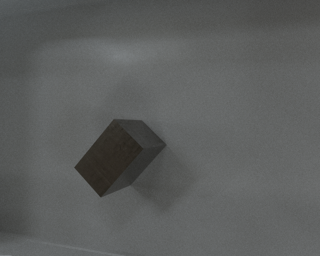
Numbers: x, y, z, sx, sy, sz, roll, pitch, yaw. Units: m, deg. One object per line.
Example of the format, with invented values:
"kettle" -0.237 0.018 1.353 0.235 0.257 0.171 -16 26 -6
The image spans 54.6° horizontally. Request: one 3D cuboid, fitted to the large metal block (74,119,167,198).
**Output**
"large metal block" -0.047 0.035 0.399 0.050 0.080 0.080 44 104 14
